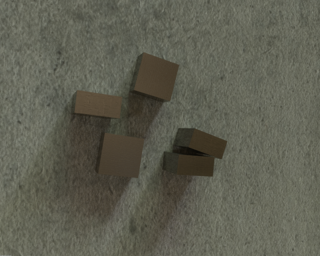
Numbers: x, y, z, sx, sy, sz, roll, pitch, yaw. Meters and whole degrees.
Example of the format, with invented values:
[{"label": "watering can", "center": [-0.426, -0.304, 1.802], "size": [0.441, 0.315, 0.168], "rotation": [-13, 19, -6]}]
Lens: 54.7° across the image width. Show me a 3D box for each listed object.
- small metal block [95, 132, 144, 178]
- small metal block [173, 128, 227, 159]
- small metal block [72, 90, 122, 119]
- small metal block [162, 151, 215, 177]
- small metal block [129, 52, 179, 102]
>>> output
[{"label": "small metal block", "center": [-0.051, 0.034, 0.391], "size": [0.050, 0.025, 0.050], "rotation": [10, 87, -20]}, {"label": "small metal block", "center": [0.053, 0.020, 0.417], "size": [0.050, 0.050, 0.025], "rotation": [21, 83, -19]}, {"label": "small metal block", "center": [-0.077, -0.026, 0.368], "size": [0.050, 0.050, 0.025], "rotation": [7, 88, -20]}, {"label": "small metal block", "center": [0.037, 0.047, 0.411], "size": [0.050, 0.050, 0.025], "rotation": [6, 88, -20]}, {"label": "small metal block", "center": [-0.008, -0.065, 0.407], "size": [0.050, 0.025, 0.050], "rotation": [16, 85, -20]}]
